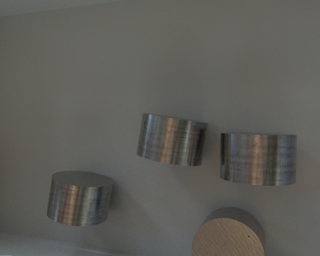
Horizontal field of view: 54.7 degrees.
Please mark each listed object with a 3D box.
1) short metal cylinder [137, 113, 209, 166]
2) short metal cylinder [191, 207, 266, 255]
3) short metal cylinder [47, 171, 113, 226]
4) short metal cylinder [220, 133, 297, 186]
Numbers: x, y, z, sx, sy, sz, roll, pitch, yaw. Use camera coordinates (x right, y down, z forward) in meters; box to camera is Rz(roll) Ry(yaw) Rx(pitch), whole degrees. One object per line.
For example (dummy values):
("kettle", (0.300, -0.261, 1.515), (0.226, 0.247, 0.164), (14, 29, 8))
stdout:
("short metal cylinder", (0.015, 0.012, 0.375), (0.080, 0.080, 0.050), (10, 94, 19))
("short metal cylinder", (0.083, 0.140, 0.368), (0.080, 0.050, 0.079), (0, 90, 19))
("short metal cylinder", (-0.107, 0.092, 0.418), (0.080, 0.080, 0.050), (10, 94, 19))
("short metal cylinder", (0.108, 0.031, 0.343), (0.080, 0.080, 0.050), (1, 91, 19))
